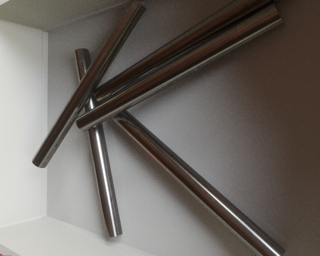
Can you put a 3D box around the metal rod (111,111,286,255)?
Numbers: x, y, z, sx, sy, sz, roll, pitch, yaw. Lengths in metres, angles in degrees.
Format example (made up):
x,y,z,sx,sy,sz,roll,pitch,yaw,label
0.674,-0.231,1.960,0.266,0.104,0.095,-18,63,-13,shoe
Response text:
x,y,z,sx,sy,sz,roll,pitch,yaw,label
0.021,0.050,0.389,0.300,0.025,0.025,40,115,32,metal rod

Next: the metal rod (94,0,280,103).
x,y,z,sx,sy,sz,roll,pitch,yaw,label
0.016,-0.098,0.393,0.299,0.025,0.025,-23,76,37,metal rod

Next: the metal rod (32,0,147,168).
x,y,z,sx,sy,sz,roll,pitch,yaw,label
-0.114,-0.058,0.471,0.025,0.025,0.299,46,108,30,metal rod

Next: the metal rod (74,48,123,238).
x,y,z,sx,sy,sz,roll,pitch,yaw,label
-0.100,0.017,0.489,0.025,0.025,0.299,-20,77,38,metal rod

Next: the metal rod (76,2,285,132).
x,y,z,sx,sy,sz,roll,pitch,yaw,label
0.002,-0.060,0.385,0.300,0.025,0.025,-25,74,31,metal rod
